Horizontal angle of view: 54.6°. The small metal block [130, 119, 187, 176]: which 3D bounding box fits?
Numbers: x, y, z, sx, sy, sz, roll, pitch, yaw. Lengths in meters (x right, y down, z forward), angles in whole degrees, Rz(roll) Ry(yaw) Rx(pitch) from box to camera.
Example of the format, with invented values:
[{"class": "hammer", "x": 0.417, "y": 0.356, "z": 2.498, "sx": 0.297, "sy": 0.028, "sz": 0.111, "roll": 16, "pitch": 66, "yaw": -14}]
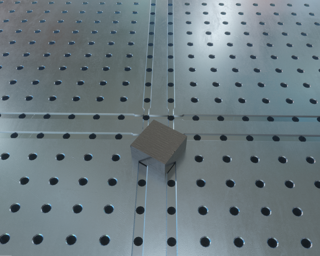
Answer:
[{"class": "small metal block", "x": -0.001, "y": 0.023, "z": 0.388, "sx": 0.050, "sy": 0.025, "sz": 0.050, "roll": 27, "pitch": 55, "yaw": 21}]
